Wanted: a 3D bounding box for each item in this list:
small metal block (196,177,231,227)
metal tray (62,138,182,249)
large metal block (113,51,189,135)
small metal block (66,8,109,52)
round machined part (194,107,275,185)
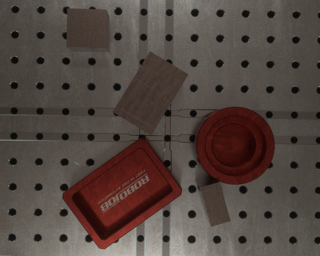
[{"bbox_3d":[0.067,0.093,0.402,0.025,0.050,0.050,-16,91,0],"label":"small metal block"},{"bbox_3d":[-0.048,0.084,0.410,0.130,0.030,0.090,-36,90,-1],"label":"metal tray"},{"bbox_3d":[-0.011,-0.039,0.386,0.050,0.080,0.080,31,90,-1],"label":"large metal block"},{"bbox_3d":[-0.095,-0.129,0.412,0.050,0.025,0.050,1,90,-1],"label":"small metal block"},{"bbox_3d":[0.094,0.022,0.406,0.099,0.042,0.097,0,90,-1],"label":"round machined part"}]
